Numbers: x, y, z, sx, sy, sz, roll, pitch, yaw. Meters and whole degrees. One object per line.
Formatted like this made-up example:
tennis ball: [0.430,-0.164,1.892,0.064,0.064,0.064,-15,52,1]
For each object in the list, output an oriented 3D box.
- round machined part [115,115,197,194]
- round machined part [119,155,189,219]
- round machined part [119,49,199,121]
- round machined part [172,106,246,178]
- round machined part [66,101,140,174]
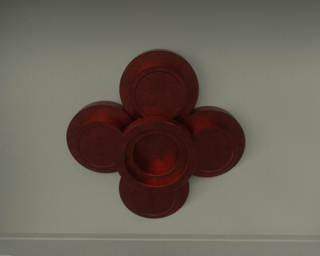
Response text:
round machined part: [-0.005,0.030,0.389,0.099,0.042,0.097,0,110,0]
round machined part: [-0.008,0.086,0.431,0.099,0.042,0.097,-1,109,-1]
round machined part: [-0.001,-0.046,0.382,0.099,0.042,0.097,0,110,0]
round machined part: [0.064,0.023,0.409,0.099,0.042,0.097,0,110,0]
round machined part: [-0.073,0.017,0.405,0.099,0.042,0.097,0,110,0]
